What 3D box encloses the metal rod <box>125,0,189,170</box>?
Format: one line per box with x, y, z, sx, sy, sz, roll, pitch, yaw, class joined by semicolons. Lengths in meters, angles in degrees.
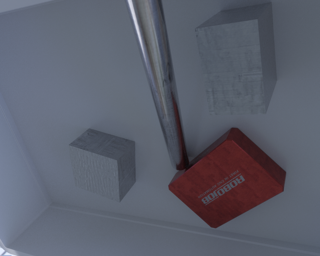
0.005;-0.032;0.300;0.025;0.025;0.299;15;152;19;metal rod

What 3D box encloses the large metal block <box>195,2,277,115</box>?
0.076;-0.066;0.292;0.050;0.080;0.080;0;119;28;large metal block

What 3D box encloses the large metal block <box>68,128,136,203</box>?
-0.085;0.055;0.470;0.080;0.050;0.079;15;125;19;large metal block

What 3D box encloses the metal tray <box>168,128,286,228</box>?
0.083;0.070;0.404;0.090;0.030;0.129;42;129;-2;metal tray

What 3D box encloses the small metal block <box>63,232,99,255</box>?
-0.166;0.251;0.652;0.050;0.025;0.050;-33;101;38;small metal block
